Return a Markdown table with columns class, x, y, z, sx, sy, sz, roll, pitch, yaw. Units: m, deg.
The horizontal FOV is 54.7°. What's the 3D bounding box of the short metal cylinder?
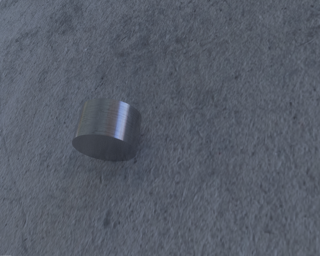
| class | x | y | z | sx | sy | sz | roll | pitch | yaw |
| --- | --- | --- | --- | --- | --- | --- | --- | --- | --- |
| short metal cylinder | -0.067 | 0.005 | 0.399 | 0.080 | 0.080 | 0.050 | -7 | 59 | 24 |
